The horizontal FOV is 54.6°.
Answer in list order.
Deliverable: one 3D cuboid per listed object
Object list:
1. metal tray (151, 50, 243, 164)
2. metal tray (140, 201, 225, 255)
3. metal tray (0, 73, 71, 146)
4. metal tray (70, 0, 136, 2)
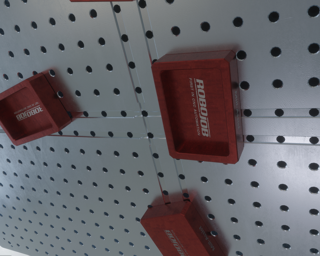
[{"bbox_3d":[0.047,-0.022,0.369,0.090,0.030,0.129,2,120,27],"label":"metal tray"},{"bbox_3d":[0.038,0.182,0.501,0.090,0.030,0.130,-21,108,36],"label":"metal tray"},{"bbox_3d":[-0.217,-0.026,0.506,0.130,0.030,0.090,-16,111,34],"label":"metal tray"},{"bbox_3d":[-0.064,-0.201,0.318,0.090,0.030,0.129,9,123,23],"label":"metal tray"}]
